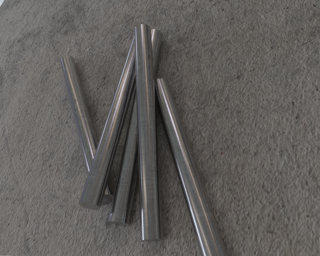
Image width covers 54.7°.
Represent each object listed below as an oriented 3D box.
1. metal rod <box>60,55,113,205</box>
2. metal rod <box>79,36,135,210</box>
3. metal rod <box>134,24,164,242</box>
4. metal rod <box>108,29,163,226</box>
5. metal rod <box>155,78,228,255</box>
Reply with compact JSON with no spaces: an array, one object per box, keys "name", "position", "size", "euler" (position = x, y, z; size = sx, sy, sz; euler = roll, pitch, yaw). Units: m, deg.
[{"name":"metal rod","position":[-0.120,-0.017,0.477],"size":[0.025,0.025,0.300],"euler":[-32,52,8]},{"name":"metal rod","position":[-0.055,-0.034,0.436],"size":[0.025,0.025,0.300],"euler":[-6,53,25]},{"name":"metal rod","position":[-0.017,-0.013,0.400],"size":[0.025,0.025,0.299],"euler":[-14,62,20]},{"name":"metal rod","position":[-0.028,-0.020,0.430],"size":[0.025,0.025,0.300],"euler":[-6,59,25]},{"name":"metal rod","position":[0.033,0.054,0.352],"size":[0.025,0.025,0.299],"euler":[-25,53,13]}]
